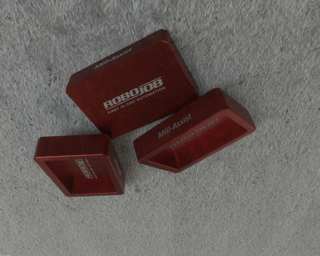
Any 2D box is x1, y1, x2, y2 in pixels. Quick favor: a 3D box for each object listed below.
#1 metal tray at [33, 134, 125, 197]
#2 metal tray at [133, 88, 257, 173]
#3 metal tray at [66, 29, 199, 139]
[{"bbox_3d":[-0.103,0.056,0.427,0.091,0.030,0.129,-3,147,2],"label":"metal tray"},{"bbox_3d":[0.043,0.010,0.390,0.130,0.030,0.090,-33,147,25],"label":"metal tray"},{"bbox_3d":[-0.030,-0.046,0.364,0.130,0.030,0.090,-22,127,17],"label":"metal tray"}]
